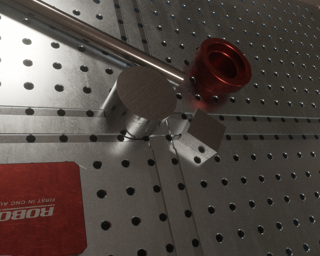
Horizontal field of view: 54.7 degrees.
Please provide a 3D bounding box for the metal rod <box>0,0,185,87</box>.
[{"bbox_3d":[-0.102,-0.133,0.435,0.302,0.025,0.025,24,53,-14],"label":"metal rod"}]

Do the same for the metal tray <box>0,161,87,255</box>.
[{"bbox_3d":[-0.139,0.079,0.282,0.131,0.030,0.090,1,61,-28],"label":"metal tray"}]

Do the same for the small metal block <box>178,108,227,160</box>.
[{"bbox_3d":[0.060,0.008,0.438,0.050,0.025,0.050,34,51,-6],"label":"small metal block"}]

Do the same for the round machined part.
[{"bbox_3d":[0.099,-0.098,0.513,0.099,0.042,0.098,14,56,-21],"label":"round machined part"}]

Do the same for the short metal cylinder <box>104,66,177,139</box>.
[{"bbox_3d":[-0.025,-0.033,0.400,0.081,0.050,0.080,14,56,-21],"label":"short metal cylinder"}]
